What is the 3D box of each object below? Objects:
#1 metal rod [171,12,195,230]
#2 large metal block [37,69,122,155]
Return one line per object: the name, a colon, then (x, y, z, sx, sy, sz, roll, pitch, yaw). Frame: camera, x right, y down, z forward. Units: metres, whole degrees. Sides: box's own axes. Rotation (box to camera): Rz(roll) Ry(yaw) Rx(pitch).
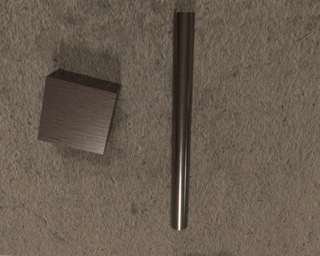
metal rod: (0.029, 0.005, 0.412, 0.025, 0.025, 0.298, 0, 110, 0)
large metal block: (-0.099, -0.021, 0.387, 0.081, 0.050, 0.079, 14, 109, -6)
